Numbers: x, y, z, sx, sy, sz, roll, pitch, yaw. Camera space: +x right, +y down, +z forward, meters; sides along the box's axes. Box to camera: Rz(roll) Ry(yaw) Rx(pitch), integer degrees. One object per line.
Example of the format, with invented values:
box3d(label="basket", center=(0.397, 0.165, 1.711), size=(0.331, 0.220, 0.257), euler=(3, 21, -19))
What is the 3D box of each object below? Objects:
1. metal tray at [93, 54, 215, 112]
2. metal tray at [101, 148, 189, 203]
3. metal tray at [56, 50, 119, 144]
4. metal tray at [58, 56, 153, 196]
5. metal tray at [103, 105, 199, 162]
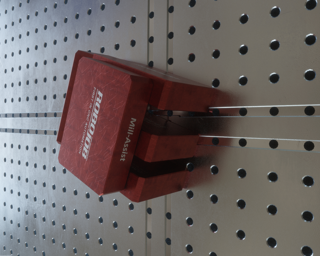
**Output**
box3d(label="metal tray", center=(-0.012, -0.055, 0.376), size=(0.130, 0.091, 0.030), euler=(27, 107, 37))
box3d(label="metal tray", center=(-0.041, 0.044, 0.401), size=(0.130, 0.091, 0.030), euler=(27, 107, 36))
box3d(label="metal tray", center=(-0.096, -0.040, 0.444), size=(0.030, 0.090, 0.129), euler=(20, 104, 16))
box3d(label="metal tray", center=(-0.064, -0.004, 0.342), size=(0.090, 0.030, 0.129), euler=(26, 107, 37))
box3d(label="metal tray", center=(-0.028, 0.000, 0.390), size=(0.130, 0.091, 0.030), euler=(25, 105, 36))
